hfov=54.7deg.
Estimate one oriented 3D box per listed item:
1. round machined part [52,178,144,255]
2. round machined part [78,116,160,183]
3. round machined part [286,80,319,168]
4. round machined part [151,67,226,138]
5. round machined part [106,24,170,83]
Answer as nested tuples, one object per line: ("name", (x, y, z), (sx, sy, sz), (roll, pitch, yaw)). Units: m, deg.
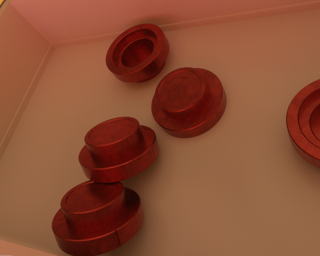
("round machined part", (-0.070, 0.090, 0.342), (0.099, 0.042, 0.098), (-9, 20, 4))
("round machined part", (-0.053, 0.020, 0.381), (0.098, 0.042, 0.098), (-12, 27, 7))
("round machined part", (0.178, -0.001, 0.302), (0.098, 0.042, 0.098), (-13, 56, 20))
("round machined part", (0.032, -0.039, 0.401), (0.098, 0.042, 0.098), (-13, 56, 20))
("round machined part", (-0.030, -0.109, 0.476), (0.098, 0.042, 0.098), (-13, 56, 20))
